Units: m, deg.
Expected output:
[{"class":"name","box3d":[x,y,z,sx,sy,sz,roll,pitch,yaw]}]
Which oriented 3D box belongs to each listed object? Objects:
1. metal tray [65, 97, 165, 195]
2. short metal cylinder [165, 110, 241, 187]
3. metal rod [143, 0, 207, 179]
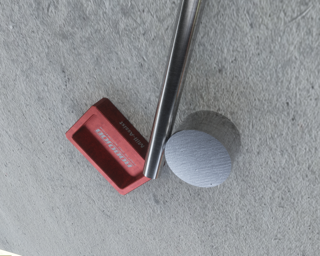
[{"class":"metal tray","box3d":[-0.067,0.030,0.455,0.130,0.030,0.090,48,128,-6]},{"class":"short metal cylinder","box3d":[0.053,0.025,0.377,0.080,0.050,0.079,13,124,20]},{"class":"metal rod","box3d":[0.019,-0.066,0.337,0.025,0.025,0.298,22,121,15]}]
